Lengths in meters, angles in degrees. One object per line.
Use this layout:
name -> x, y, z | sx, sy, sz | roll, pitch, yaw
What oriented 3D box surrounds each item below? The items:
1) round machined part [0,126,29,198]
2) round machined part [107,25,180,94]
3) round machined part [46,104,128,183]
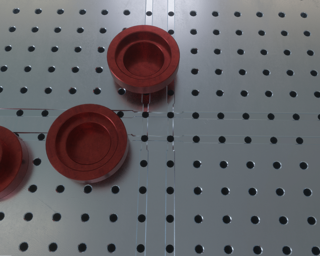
round machined part -> -0.222, 0.040, 0.387 | 0.099, 0.042, 0.098 | 0, 70, 0
round machined part -> -0.022, -0.092, 0.436 | 0.099, 0.042, 0.098 | 0, 70, 0
round machined part -> -0.089, 0.022, 0.394 | 0.099, 0.042, 0.098 | 0, 70, 0
